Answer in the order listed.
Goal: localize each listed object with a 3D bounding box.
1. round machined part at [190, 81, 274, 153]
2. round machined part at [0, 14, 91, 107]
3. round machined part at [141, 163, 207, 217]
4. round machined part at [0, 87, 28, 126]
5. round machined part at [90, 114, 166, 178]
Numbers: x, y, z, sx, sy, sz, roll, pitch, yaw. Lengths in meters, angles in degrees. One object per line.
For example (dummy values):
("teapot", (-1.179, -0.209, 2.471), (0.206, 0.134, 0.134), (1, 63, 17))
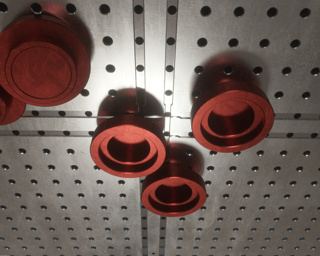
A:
("round machined part", (0.087, -0.018, 0.387), (0.099, 0.042, 0.097), (0, 130, 0))
("round machined part", (-0.123, -0.065, 0.327), (0.099, 0.042, 0.097), (-8, 124, -13))
("round machined part", (0.021, 0.092, 0.480), (0.099, 0.042, 0.097), (-1, 130, 0))
("round machined part", (-0.209, -0.039, 0.364), (0.099, 0.042, 0.097), (-1, 130, 0))
("round machined part", (-0.041, 0.020, 0.417), (0.099, 0.042, 0.097), (-1, 130, 0))
